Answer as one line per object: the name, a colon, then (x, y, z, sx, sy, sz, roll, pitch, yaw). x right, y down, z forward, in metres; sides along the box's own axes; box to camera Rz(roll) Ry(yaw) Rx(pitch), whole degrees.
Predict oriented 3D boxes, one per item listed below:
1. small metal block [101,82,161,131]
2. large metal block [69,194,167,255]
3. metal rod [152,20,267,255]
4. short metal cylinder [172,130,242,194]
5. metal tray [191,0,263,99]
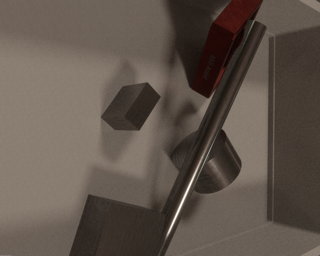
small metal block: (-0.035, -0.024, 0.363, 0.025, 0.050, 0.050, 46, 62, -31)
large metal block: (-0.047, 0.127, 0.352, 0.080, 0.050, 0.080, 25, 74, -38)
metal rod: (0.052, 0.018, 0.370, 0.025, 0.025, 0.298, 19, 97, -39)
short metal cylinder: (0.065, 0.043, 0.427, 0.080, 0.080, 0.050, -50, 120, -29)
metal tray: (0.088, -0.110, 0.424, 0.030, 0.129, 0.090, 32, 63, 11)
